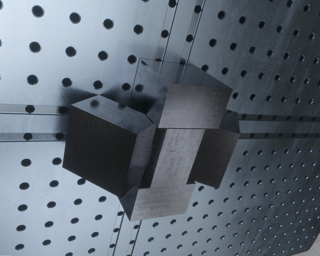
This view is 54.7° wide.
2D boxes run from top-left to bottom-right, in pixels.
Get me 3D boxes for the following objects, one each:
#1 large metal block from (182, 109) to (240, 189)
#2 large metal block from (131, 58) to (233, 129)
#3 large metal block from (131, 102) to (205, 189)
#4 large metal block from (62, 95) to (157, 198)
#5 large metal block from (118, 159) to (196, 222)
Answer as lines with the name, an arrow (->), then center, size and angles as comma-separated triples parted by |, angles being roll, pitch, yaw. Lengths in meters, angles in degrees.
large metal block -> 0.068, 0.021, 0.416 | 0.050, 0.080, 0.079 | 17, 114, 5
large metal block -> 0.022, -0.041, 0.363 | 0.081, 0.080, 0.050 | 1, 118, -29
large metal block -> 0.003, 0.017, 0.388 | 0.050, 0.080, 0.079 | 1, 118, -29
large metal block -> -0.057, 0.018, 0.349 | 0.050, 0.080, 0.079 | -36, 146, -60
large metal block -> -0.012, 0.073, 0.414 | 0.081, 0.080, 0.050 | 1, 118, -29
